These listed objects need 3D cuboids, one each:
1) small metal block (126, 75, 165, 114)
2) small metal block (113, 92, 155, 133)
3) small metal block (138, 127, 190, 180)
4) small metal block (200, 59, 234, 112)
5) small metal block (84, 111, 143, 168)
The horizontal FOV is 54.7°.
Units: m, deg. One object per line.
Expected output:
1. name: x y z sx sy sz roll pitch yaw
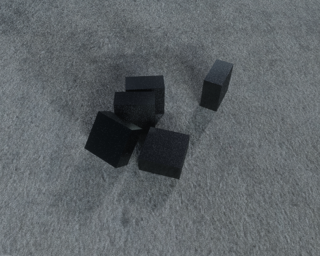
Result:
1. small metal block: -0.020 -0.044 0.424 0.050 0.050 0.025 -3 50 -3
2. small metal block: -0.032 -0.020 0.402 0.050 0.050 0.025 0 46 -1
3. small metal block: 0.006 0.030 0.378 0.050 0.025 0.050 12 51 9
4. small metal block: 0.080 -0.060 0.439 0.025 0.050 0.050 21 53 16
5. small metal block: -0.056 0.013 0.373 0.050 0.050 0.025 28 14 21
